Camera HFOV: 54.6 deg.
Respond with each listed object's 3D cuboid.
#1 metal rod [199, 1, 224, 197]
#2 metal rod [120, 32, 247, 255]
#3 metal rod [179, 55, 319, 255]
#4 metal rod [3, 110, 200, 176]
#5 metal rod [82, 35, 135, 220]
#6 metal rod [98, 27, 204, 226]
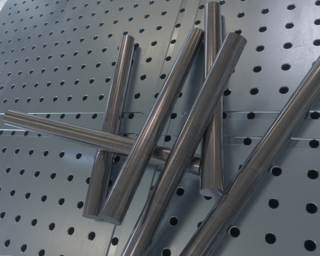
[{"bbox_3d":[0.067,-0.059,0.399,0.025,0.025,0.300,-9,54,23],"label":"metal rod"},{"bbox_3d":[0.022,0.033,0.341,0.025,0.025,0.299,23,85,36],"label":"metal rod"},{"bbox_3d":[0.106,0.036,0.330,0.025,0.025,0.300,31,78,38],"label":"metal rod"},{"bbox_3d":[-0.089,0.014,0.412,0.301,0.025,0.025,12,68,21],"label":"metal rod"},{"bbox_3d":[-0.069,-0.019,0.457,0.025,0.025,0.300,-8,58,24],"label":"metal rod"},{"bbox_3d":[0.003,-0.025,0.388,0.025,0.025,0.300,4,53,30],"label":"metal rod"}]
